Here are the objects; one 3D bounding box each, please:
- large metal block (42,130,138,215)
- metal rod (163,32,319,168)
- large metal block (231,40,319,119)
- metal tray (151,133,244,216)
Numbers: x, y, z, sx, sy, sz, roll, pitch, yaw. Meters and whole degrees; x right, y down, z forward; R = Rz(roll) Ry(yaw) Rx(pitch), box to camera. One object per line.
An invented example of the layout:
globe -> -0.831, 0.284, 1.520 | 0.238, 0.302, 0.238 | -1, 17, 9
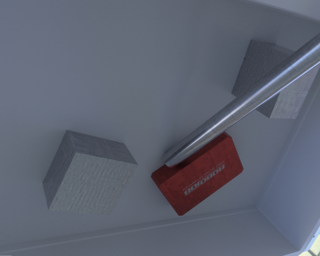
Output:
large metal block -> -0.087, 0.057, 0.381 | 0.081, 0.050, 0.080 | 17, 109, -35
metal rod -> 0.105, -0.032, 0.363 | 0.025, 0.025, 0.299 | 18, 136, -36
large metal block -> 0.153, -0.066, 0.418 | 0.050, 0.080, 0.079 | 0, 119, -29
metal tray -> 0.062, 0.070, 0.485 | 0.130, 0.030, 0.090 | -35, 129, -6
